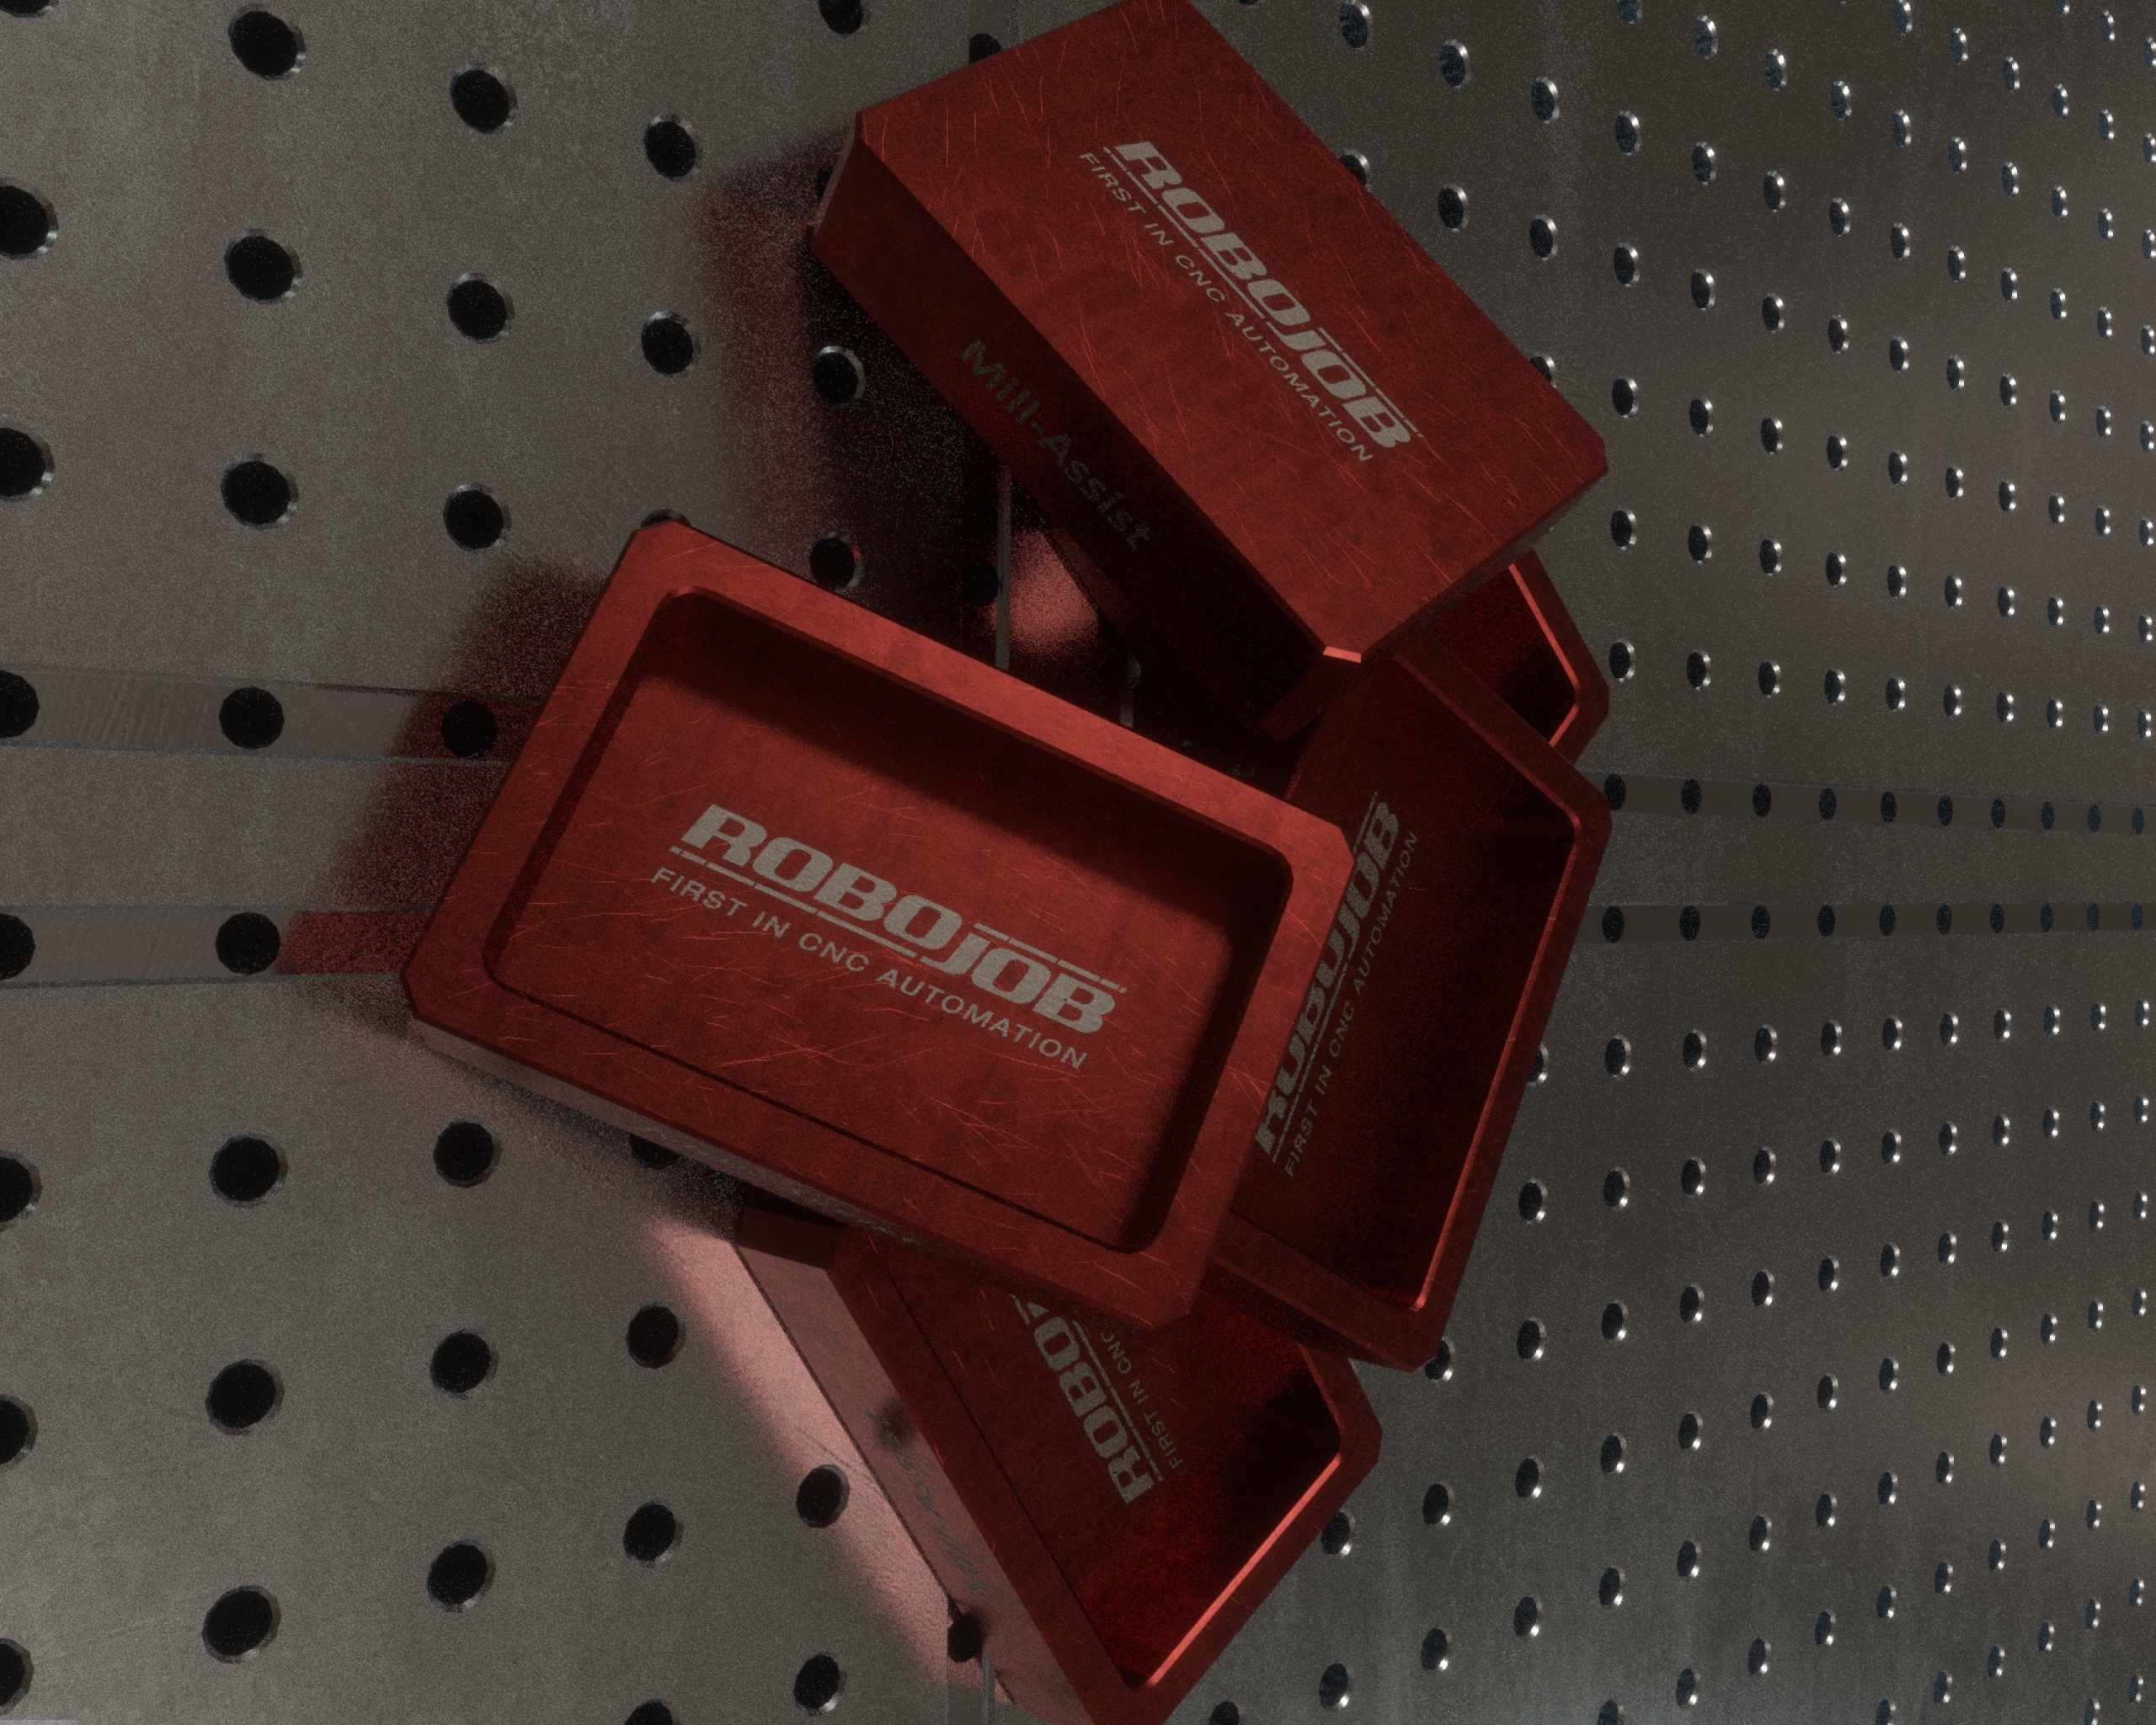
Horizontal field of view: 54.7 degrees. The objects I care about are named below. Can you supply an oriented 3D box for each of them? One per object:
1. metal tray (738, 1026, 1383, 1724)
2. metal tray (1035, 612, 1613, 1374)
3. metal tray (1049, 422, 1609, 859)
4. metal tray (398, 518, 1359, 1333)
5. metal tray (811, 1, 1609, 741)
[{"bbox_3d":[0.002,0.095,0.409,0.091,0.030,0.129,-40,115,-33],"label":"metal tray"},{"bbox_3d":[0.053,0.024,0.413,0.090,0.030,0.130,36,68,-35],"label":"metal tray"},{"bbox_3d":[0.060,-0.054,0.458,0.090,0.030,0.130,-51,120,-28],"label":"metal tray"},{"bbox_3d":[-0.030,0.012,0.342,0.131,0.030,0.090,24,72,-6],"label":"metal tray"},{"bbox_3d":[0.026,-0.096,0.390,0.130,0.030,0.091,49,56,5],"label":"metal tray"}]
